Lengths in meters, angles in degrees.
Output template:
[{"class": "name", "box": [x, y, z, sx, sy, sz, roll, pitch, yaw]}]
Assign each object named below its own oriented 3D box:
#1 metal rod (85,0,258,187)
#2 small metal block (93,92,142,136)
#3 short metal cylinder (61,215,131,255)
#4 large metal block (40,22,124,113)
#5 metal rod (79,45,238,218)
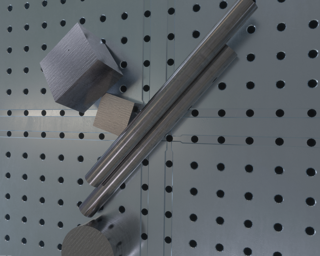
[{"class": "metal rod", "box": [0.005, -0.036, 0.388, 0.025, 0.025, 0.299, 45, 104, 14]}, {"class": "small metal block", "box": [-0.060, -0.018, 0.434, 0.050, 0.025, 0.050, 21, 97, 18]}, {"class": "short metal cylinder", "box": [-0.087, 0.168, 0.430, 0.080, 0.050, 0.079, 0, 90, 20]}, {"class": "large metal block", "box": [-0.109, -0.081, 0.425, 0.080, 0.050, 0.080, -40, 58, 15]}, {"class": "metal rod", "box": [-0.010, 0.011, 0.416, 0.025, 0.025, 0.299, 45, 104, 14]}]
